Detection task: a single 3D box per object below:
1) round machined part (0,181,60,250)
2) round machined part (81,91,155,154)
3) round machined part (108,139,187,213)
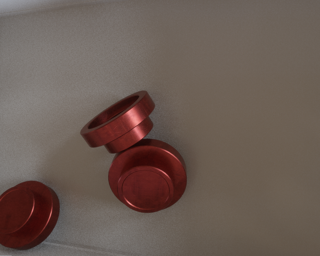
[{"bbox_3d":[-0.202,0.123,0.451,0.098,0.042,0.098,-7,59,13],"label":"round machined part"},{"bbox_3d":[-0.048,-0.004,0.395,0.098,0.098,0.042,-26,108,18],"label":"round machined part"},{"bbox_3d":[-0.016,0.066,0.385,0.099,0.042,0.097,1,114,3],"label":"round machined part"}]
